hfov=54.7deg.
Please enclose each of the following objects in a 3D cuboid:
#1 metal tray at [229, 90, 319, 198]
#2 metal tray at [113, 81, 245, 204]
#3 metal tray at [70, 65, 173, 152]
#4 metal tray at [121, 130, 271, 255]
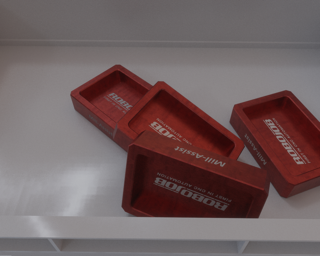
[{"bbox_3d":[0.159,0.014,0.390,0.091,0.030,0.130,-16,52,-13],"label":"metal tray"},{"bbox_3d":[0.023,0.015,0.362,0.130,0.030,0.090,38,57,4],"label":"metal tray"},{"bbox_3d":[-0.047,-0.029,0.425,0.130,0.030,0.090,36,58,26],"label":"metal tray"},{"bbox_3d":[0.030,0.064,0.305,0.130,0.089,0.030,18,31,15],"label":"metal tray"}]
